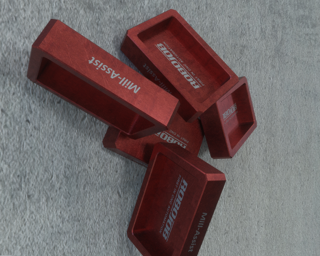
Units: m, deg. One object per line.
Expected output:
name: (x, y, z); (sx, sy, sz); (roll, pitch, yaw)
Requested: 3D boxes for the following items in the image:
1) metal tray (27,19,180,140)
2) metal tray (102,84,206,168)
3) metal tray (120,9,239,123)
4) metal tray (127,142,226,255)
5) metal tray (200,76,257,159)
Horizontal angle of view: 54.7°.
metal tray: (-0.057, -0.037, 0.297); (0.130, 0.090, 0.030); (32, 69, -18)
metal tray: (-0.001, 0.008, 0.404); (0.130, 0.030, 0.090); (32, 70, -36)
metal tray: (0.026, -0.081, 0.388); (0.130, 0.030, 0.091); (48, 56, 4)
metal tray: (0.013, 0.091, 0.352); (0.030, 0.090, 0.129); (7, 106, -40)
metal tray: (0.107, -0.020, 0.474); (0.131, 0.030, 0.089); (-35, 112, -50)
